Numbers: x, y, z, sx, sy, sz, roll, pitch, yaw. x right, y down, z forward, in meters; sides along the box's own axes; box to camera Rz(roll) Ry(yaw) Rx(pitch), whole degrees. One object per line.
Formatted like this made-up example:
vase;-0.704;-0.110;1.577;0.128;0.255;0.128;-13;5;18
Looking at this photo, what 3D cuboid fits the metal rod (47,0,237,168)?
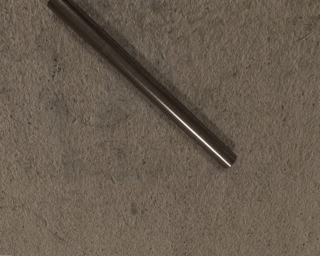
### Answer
metal rod;-0.012;-0.051;0.390;0.300;0.025;0.025;42;105;-14
